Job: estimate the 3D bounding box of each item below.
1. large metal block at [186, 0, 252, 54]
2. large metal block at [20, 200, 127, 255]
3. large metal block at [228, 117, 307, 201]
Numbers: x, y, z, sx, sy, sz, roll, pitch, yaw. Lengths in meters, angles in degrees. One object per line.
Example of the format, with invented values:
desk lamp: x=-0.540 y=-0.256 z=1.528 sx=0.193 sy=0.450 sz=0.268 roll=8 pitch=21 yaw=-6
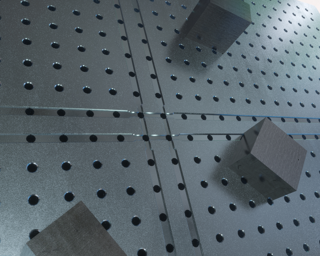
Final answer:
large metal block: x=0.101 y=-0.188 z=0.545 sx=0.081 sy=0.080 sz=0.050 roll=19 pitch=55 yaw=-18
large metal block: x=-0.070 y=0.119 z=0.263 sx=0.080 sy=0.080 sz=0.050 roll=49 pitch=51 yaw=5
large metal block: x=0.158 y=0.045 z=0.453 sx=0.080 sy=0.050 sz=0.080 roll=39 pitch=51 yaw=-2
